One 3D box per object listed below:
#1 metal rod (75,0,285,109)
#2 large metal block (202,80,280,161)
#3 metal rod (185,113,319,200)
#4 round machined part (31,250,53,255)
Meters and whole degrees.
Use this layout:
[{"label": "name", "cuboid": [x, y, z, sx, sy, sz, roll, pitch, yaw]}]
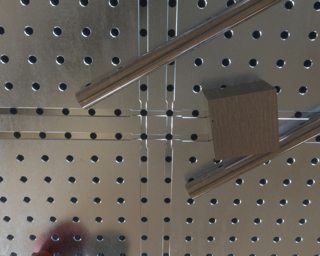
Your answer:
[{"label": "metal rod", "cuboid": [0.031, -0.103, 0.375, 0.301, 0.025, 0.025, -27, 108, 9]}, {"label": "large metal block", "cuboid": [0.102, -0.011, 0.397, 0.080, 0.050, 0.079, -10, 110, 3]}, {"label": "metal rod", "cuboid": [0.171, 0.019, 0.421, 0.300, 0.025, 0.025, -30, 108, 10]}, {"label": "round machined part", "cuboid": [-0.178, 0.239, 0.463, 0.098, 0.042, 0.097, 14, 111, 38]}]
